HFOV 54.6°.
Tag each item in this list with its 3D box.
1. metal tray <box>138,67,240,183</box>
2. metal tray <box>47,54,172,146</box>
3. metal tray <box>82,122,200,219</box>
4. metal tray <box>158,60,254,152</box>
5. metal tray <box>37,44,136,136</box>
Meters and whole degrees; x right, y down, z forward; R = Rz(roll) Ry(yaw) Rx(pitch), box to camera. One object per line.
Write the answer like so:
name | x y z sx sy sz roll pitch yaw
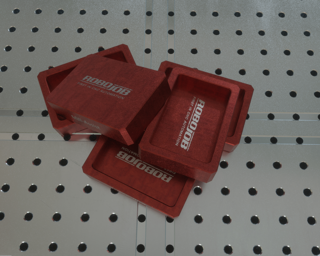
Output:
metal tray | 0.038 -0.009 0.379 0.090 0.030 0.130 19 60 7
metal tray | -0.063 -0.040 0.380 0.130 0.030 0.090 20 62 30
metal tray | -0.019 0.045 0.392 0.130 0.030 0.090 25 72 9
metal tray | 0.050 -0.031 0.420 0.130 0.030 0.090 18 71 7
metal tray | -0.091 -0.054 0.428 0.131 0.030 0.090 -21 71 -7
